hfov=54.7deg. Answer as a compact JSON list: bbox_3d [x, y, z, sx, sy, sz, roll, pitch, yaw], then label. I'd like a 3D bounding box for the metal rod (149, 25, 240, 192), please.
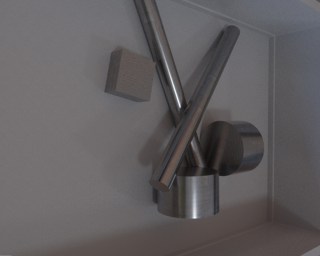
[{"bbox_3d":[0.059,-0.046,0.430,0.025,0.025,0.301,49,52,-29],"label":"metal rod"}]

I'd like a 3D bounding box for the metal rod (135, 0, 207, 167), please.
[{"bbox_3d":[0.024,-0.036,0.428,0.025,0.025,0.298,-31,109,-36],"label":"metal rod"}]

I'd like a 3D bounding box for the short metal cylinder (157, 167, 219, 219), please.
[{"bbox_3d":[0.037,0.081,0.404,0.081,0.080,0.050,-1,91,-40],"label":"short metal cylinder"}]

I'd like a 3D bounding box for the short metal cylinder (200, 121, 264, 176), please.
[{"bbox_3d":[0.106,0.029,0.462,0.050,0.080,0.079,-1,91,-40],"label":"short metal cylinder"}]

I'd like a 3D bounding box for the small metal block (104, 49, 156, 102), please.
[{"bbox_3d":[-0.036,-0.062,0.378,0.050,0.025,0.050,14,81,-39],"label":"small metal block"}]
